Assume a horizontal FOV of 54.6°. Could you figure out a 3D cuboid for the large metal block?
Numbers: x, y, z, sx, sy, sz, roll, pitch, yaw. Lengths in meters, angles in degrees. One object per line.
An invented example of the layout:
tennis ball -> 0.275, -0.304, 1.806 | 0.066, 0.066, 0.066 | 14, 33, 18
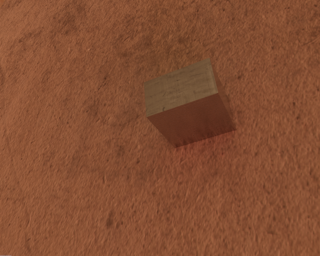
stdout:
large metal block -> 0.036, -0.025, 0.366 | 0.080, 0.080, 0.050 | -18, 55, 18
